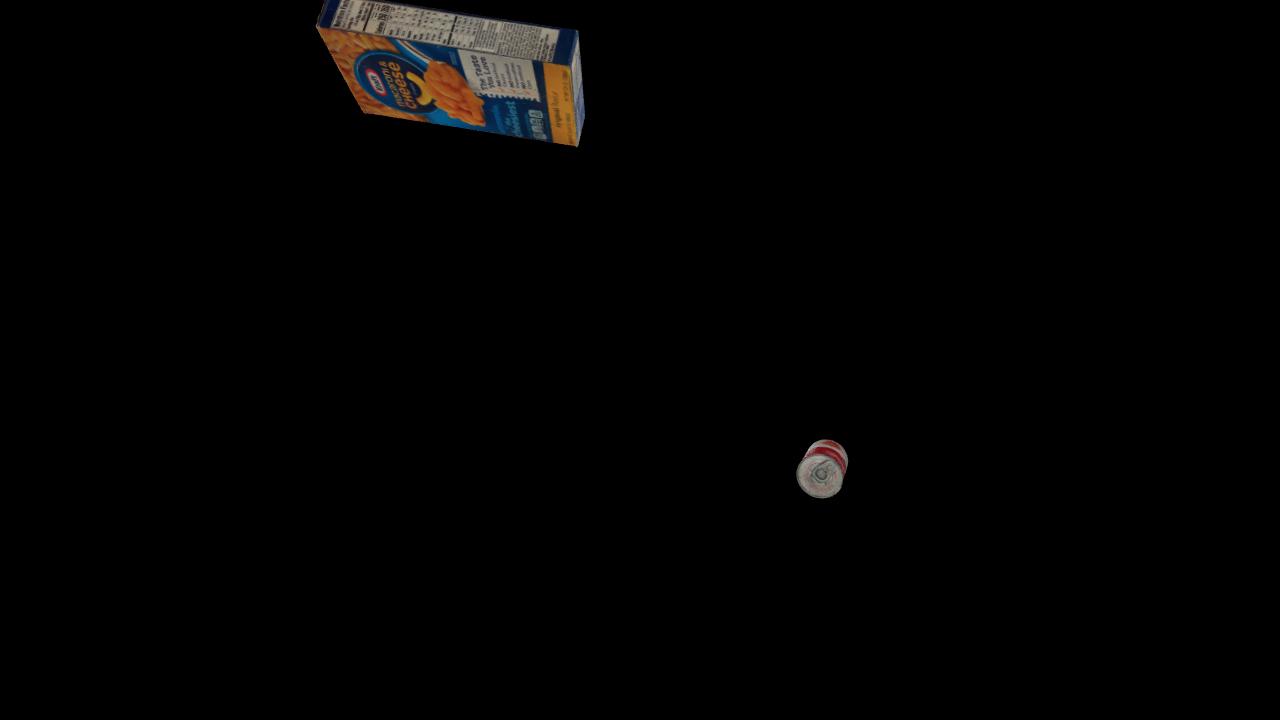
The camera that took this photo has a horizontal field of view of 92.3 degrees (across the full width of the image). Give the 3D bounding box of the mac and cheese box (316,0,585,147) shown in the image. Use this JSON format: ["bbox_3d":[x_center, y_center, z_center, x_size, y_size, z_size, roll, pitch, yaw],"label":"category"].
[{"bbox_3d":[-0.138,-0.222,0.479,0.184,0.041,0.093,9,-17,1],"label":"mac and cheese box"}]

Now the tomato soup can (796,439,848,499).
[{"bbox_3d":[0.283,0.166,0.949,0.068,0.068,0.101,0,6,23],"label":"tomato soup can"}]
